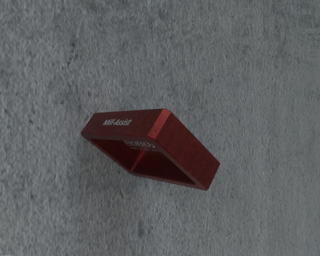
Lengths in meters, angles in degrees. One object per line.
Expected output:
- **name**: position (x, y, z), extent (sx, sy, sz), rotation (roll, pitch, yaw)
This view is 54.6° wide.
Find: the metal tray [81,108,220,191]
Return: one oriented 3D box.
- **metal tray**: position (-0.014, 0.021, 0.323), extent (0.090, 0.130, 0.030), rotation (44, 64, -31)
